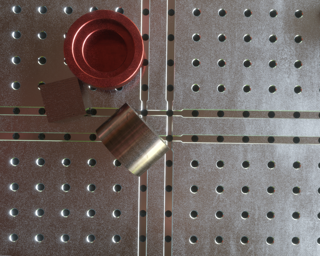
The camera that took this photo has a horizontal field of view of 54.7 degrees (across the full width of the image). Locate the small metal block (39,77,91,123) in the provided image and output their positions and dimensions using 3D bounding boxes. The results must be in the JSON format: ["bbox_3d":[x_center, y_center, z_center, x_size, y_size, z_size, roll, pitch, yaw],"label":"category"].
[{"bbox_3d":[-0.126,-0.037,0.412,0.050,0.025,0.050,-14,90,0],"label":"small metal block"}]

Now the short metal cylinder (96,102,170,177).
[{"bbox_3d":[-0.033,0.014,0.385,0.050,0.080,0.080,-43,90,0],"label":"short metal cylinder"}]

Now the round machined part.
[{"bbox_3d":[-0.070,-0.098,0.403,0.099,0.042,0.097,0,88,-2],"label":"round machined part"}]
